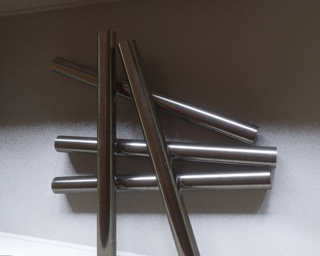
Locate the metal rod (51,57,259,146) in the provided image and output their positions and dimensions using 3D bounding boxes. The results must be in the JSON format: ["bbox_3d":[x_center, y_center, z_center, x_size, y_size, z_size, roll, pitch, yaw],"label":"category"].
[{"bbox_3d":[-0.020,-0.042,0.414,0.301,0.025,0.025,21,97,18],"label":"metal rod"}]

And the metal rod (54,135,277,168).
[{"bbox_3d":[-0.007,0.029,0.410,0.301,0.025,0.025,2,91,19],"label":"metal rod"}]

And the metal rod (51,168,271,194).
[{"bbox_3d":[-0.012,0.073,0.412,0.301,0.025,0.025,-5,88,19],"label":"metal rod"}]

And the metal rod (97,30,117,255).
[{"bbox_3d":[-0.070,0.024,0.405,0.025,0.025,0.298,0,90,19],"label":"metal rod"}]

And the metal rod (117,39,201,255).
[{"bbox_3d":[0.000,0.034,0.381,0.025,0.025,0.299,-19,84,19],"label":"metal rod"}]
